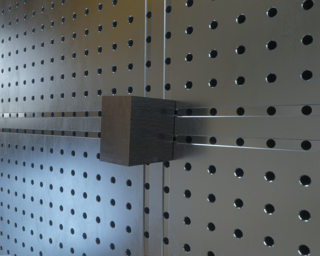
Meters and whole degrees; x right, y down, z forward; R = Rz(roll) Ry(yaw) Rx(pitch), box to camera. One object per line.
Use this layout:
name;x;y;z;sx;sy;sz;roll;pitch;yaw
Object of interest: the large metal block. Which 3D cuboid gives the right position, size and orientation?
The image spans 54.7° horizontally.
large metal block;-0.027;0.002;0.393;0.050;0.081;0.079;5;93;39
